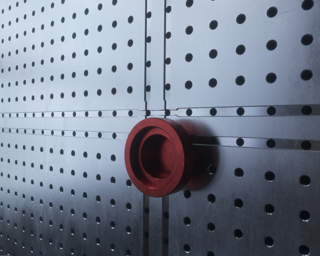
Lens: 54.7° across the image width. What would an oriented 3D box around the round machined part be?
[{"bbox_3d":[0.004,0.036,0.393,0.098,0.042,0.097,0,90,39],"label":"round machined part"}]
